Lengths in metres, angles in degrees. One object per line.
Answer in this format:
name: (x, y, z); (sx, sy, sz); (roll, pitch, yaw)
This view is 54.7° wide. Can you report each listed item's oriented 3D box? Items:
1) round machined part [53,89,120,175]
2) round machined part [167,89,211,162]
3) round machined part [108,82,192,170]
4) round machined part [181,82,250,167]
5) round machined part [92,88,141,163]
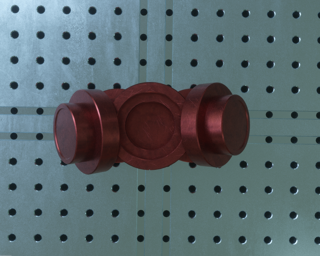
round machined part: (-0.089, 0.005, 0.353); (0.042, 0.098, 0.097); (-6, 90, -38)
round machined part: (0.043, -0.003, 0.405); (0.099, 0.042, 0.097); (0, 90, -1)
round machined part: (-0.011, -0.002, 0.362); (0.099, 0.042, 0.097); (0, 90, -1)
round machined part: (0.069, -0.004, 0.355); (0.042, 0.099, 0.097); (0, 90, 40)
round machined part: (-0.055, -0.003, 0.404); (0.099, 0.042, 0.097); (0, 90, -1)
